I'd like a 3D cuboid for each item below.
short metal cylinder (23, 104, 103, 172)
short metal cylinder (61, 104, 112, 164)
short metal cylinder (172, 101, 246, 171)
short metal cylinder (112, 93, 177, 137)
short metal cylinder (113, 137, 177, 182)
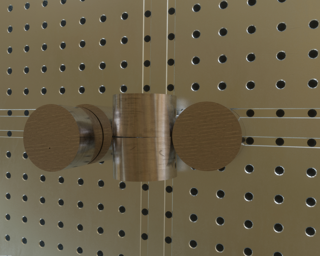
[{"bbox_3d":[-0.120,0.011,0.387,0.080,0.050,0.079,0,90,20],"label":"short metal cylinder"},{"bbox_3d":[-0.090,0.008,0.431,0.080,0.050,0.079,0,90,19],"label":"short metal cylinder"},{"bbox_3d":[0.061,0.009,0.377,0.080,0.050,0.079,0,90,19],"label":"short metal cylinder"},{"bbox_3d":[-0.019,-0.015,0.390,0.080,0.080,0.050,1,91,20],"label":"short metal cylinder"},{"bbox_3d":[-0.019,0.036,0.390,0.080,0.080,0.050,-1,90,20],"label":"short metal cylinder"}]
